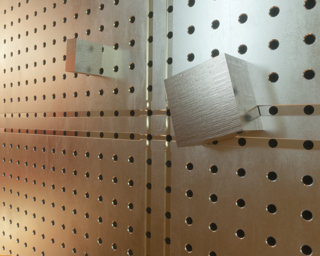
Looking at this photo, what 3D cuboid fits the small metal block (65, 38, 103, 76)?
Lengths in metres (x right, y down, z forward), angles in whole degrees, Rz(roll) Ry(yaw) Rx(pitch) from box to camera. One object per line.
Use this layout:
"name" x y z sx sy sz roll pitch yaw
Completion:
"small metal block" -0.120 -0.112 0.492 0.025 0.050 0.050 8 95 40

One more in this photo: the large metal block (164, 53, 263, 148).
"large metal block" 0.058 -0.027 0.345 0.080 0.050 0.080 -18 79 38
